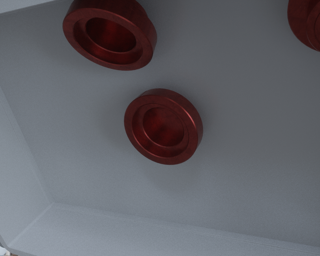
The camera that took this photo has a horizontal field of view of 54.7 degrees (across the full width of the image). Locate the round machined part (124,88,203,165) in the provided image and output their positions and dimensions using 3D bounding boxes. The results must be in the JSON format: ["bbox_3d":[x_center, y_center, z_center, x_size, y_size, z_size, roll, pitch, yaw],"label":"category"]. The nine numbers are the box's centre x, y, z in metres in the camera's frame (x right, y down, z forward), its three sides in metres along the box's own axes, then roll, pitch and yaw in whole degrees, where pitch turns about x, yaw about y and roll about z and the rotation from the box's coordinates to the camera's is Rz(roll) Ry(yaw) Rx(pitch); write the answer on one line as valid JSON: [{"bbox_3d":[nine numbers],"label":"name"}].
[{"bbox_3d":[0.008,-0.005,0.390,0.098,0.042,0.097,13,124,21],"label":"round machined part"}]

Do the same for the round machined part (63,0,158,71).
[{"bbox_3d":[-0.050,-0.108,0.338,0.098,0.042,0.098,12,157,5],"label":"round machined part"}]

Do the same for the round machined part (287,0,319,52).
[{"bbox_3d":[0.151,-0.092,0.238,0.098,0.042,0.098,14,148,9],"label":"round machined part"}]
